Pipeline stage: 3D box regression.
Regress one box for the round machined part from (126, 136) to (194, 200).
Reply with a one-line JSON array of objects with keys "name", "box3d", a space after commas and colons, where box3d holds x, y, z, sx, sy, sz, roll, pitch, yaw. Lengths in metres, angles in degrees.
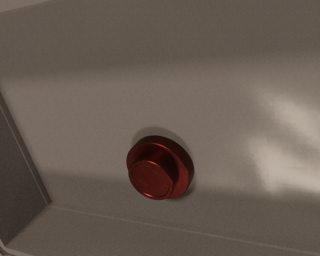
[{"name": "round machined part", "box3d": [-0.005, 0.063, 0.438, 0.098, 0.042, 0.097, 13, 124, 20]}]
